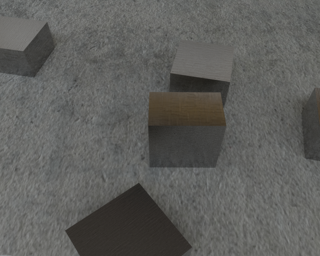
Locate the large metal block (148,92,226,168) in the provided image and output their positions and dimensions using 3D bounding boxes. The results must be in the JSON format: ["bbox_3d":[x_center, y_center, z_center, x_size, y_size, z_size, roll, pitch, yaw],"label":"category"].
[{"bbox_3d":[0.028,0.004,0.365,0.081,0.080,0.050,0,50,0],"label":"large metal block"}]

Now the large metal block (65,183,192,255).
[{"bbox_3d":[-0.029,0.113,0.291,0.081,0.050,0.080,-30,57,-23],"label":"large metal block"}]

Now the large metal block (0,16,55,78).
[{"bbox_3d":[-0.228,-0.131,0.494,0.080,0.050,0.080,9,51,7],"label":"large metal block"}]

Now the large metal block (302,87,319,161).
[{"bbox_3d":[0.231,0.000,0.390,0.080,0.050,0.080,10,51,8],"label":"large metal block"}]

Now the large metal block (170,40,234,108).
[{"bbox_3d":[0.062,-0.081,0.456,0.080,0.050,0.080,10,51,8],"label":"large metal block"}]
